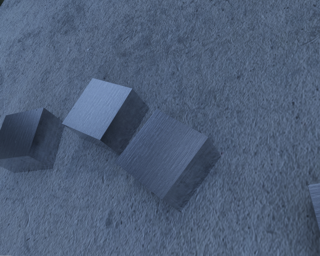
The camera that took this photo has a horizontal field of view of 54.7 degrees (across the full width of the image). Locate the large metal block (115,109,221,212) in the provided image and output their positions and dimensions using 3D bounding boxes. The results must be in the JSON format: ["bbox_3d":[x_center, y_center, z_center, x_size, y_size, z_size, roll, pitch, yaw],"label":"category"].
[{"bbox_3d":[0.010,0.036,0.361,0.080,0.050,0.080,31,79,38],"label":"large metal block"}]

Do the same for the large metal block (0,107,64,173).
[{"bbox_3d":[-0.205,0.021,0.483,0.080,0.050,0.080,-8,58,24],"label":"large metal block"}]

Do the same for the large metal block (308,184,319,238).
[{"bbox_3d":[0.172,0.085,0.245,0.080,0.050,0.080,-13,56,21],"label":"large metal block"}]

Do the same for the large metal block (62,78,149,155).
[{"bbox_3d":[-0.076,-0.017,0.439,0.080,0.050,0.080,19,72,35],"label":"large metal block"}]
